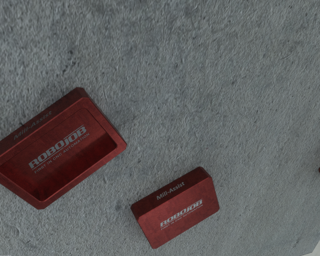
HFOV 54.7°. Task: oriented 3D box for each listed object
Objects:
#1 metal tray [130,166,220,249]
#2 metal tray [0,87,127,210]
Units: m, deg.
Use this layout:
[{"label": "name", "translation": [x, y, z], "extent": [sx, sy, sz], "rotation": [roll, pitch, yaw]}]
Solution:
[{"label": "metal tray", "translation": [0.028, 0.129, 0.499], "extent": [0.131, 0.030, 0.090], "rotation": [-28, 128, -11]}, {"label": "metal tray", "translation": [-0.115, 0.026, 0.356], "extent": [0.130, 0.030, 0.090], "rotation": [-37, 129, -4]}]
